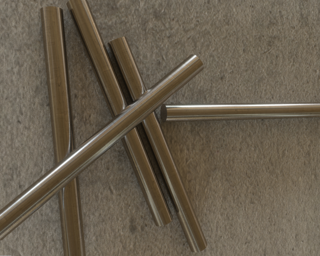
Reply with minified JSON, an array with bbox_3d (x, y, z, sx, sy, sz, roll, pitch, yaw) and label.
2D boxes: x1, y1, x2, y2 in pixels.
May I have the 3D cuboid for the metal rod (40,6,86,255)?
[{"bbox_3d":[-0.114,0.011,0.367,0.025,0.025,0.298,-6,92,-20],"label":"metal rod"}]

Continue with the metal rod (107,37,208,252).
[{"bbox_3d":[0.000,0.027,0.410,0.025,0.025,0.298,-24,98,-19],"label":"metal rod"}]

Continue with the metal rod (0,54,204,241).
[{"bbox_3d":[-0.062,0.011,0.359,0.301,0.025,0.025,-41,104,-16],"label":"metal rod"}]

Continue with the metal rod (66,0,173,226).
[{"bbox_3d":[-0.047,-0.014,0.392,0.025,0.025,0.298,-24,98,-19],"label":"metal rod"}]

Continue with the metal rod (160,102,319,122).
[{"bbox_3d":[0.146,-0.025,0.464,0.303,0.025,0.025,-2,91,-21],"label":"metal rod"}]
